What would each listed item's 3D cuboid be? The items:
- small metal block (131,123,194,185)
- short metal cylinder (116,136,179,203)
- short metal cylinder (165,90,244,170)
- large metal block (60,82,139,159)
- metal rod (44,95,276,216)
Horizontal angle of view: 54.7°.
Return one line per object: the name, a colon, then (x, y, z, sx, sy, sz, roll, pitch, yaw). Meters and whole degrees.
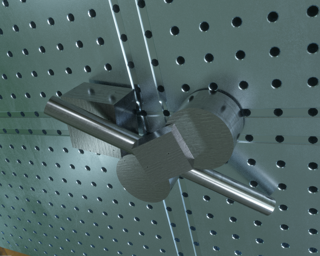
small metal block: (0.004, 0.030, 0.349, 0.050, 0.025, 0.050, -25, 105, 18)
short metal cylinder: (-0.013, 0.056, 0.432, 0.080, 0.050, 0.079, 13, 124, 21)
short metal cylinder: (0.052, 0.002, 0.364, 0.080, 0.050, 0.079, 13, 124, 21)
large metal block: (-0.079, -0.012, 0.422, 0.080, 0.050, 0.079, 10, 123, 22)
metal rod: (0.005, 0.037, 0.381, 0.301, 0.025, 0.025, 25, 129, -6)
